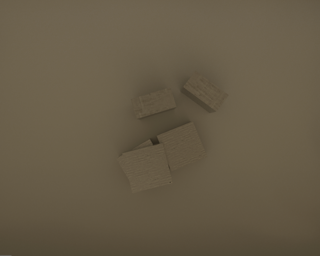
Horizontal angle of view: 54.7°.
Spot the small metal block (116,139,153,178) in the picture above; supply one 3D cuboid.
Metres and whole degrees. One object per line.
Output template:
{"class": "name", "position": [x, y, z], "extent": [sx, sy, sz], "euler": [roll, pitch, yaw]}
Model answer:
{"class": "small metal block", "position": [-0.022, 0.048, 0.411], "extent": [0.050, 0.025, 0.050], "euler": [-31, 90, 0]}

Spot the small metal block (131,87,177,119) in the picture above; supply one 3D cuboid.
{"class": "small metal block", "position": [-0.008, -0.030, 0.399], "extent": [0.050, 0.050, 0.025], "euler": [-17, 90, 0]}

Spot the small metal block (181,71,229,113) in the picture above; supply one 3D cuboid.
{"class": "small metal block", "position": [0.056, -0.045, 0.399], "extent": [0.050, 0.050, 0.025], "euler": [36, 90, 0]}

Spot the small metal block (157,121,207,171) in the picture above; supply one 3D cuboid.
{"class": "small metal block", "position": [0.028, 0.024, 0.411], "extent": [0.050, 0.025, 0.050], "euler": [-22, 90, 0]}

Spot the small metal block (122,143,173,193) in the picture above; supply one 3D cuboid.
{"class": "small metal block", "position": [-0.015, 0.048, 0.386], "extent": [0.050, 0.025, 0.050], "euler": [-14, 90, 0]}
